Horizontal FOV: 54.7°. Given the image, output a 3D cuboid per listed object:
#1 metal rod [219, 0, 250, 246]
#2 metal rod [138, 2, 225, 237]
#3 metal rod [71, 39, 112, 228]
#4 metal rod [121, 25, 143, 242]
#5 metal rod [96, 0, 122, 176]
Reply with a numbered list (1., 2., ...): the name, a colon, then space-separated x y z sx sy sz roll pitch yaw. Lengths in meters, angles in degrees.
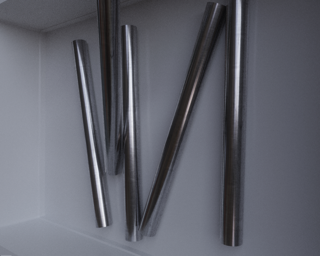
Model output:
1. metal rod: 0.082 -0.024 0.337 0.025 0.025 0.298 2 91 39
2. metal rod: 0.024 0.000 0.385 0.025 0.025 0.298 26 106 36
3. metal rod: -0.110 0.004 0.494 0.025 0.025 0.298 -16 80 38
4. metal rod: -0.041 0.006 0.438 0.025 0.025 0.298 -3 88 39
5. metal rod: -0.060 -0.058 0.378 0.025 0.025 0.298 34 135 34
